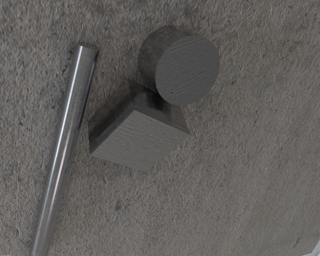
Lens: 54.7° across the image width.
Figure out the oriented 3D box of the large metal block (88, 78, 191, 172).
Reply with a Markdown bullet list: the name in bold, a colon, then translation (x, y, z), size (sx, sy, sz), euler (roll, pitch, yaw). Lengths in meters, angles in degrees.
- **large metal block**: translation (-0.026, 0.000, 0.361), size (0.080, 0.050, 0.080), euler (23, 126, -37)

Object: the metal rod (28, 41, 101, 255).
- **metal rod**: translation (-0.120, 0.047, 0.369), size (0.025, 0.025, 0.298), euler (6, 115, -31)

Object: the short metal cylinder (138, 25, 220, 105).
- **short metal cylinder**: translation (0.021, -0.073, 0.357), size (0.081, 0.050, 0.079), euler (-14, 124, -21)
